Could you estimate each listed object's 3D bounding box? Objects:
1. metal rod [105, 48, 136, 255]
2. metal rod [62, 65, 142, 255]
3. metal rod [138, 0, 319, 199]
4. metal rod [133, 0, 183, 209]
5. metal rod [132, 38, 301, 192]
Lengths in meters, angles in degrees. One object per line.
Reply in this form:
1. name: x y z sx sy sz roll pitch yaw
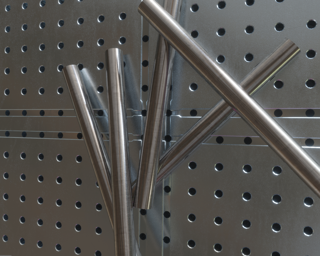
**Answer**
1. metal rod: -0.051 0.037 0.395 0.025 0.025 0.299 -11 73 19
2. metal rod: -0.080 0.048 0.420 0.025 0.025 0.299 -26 74 18
3. metal rod: 0.081 -0.042 0.355 0.025 0.025 0.300 -45 80 14
4. metal rod: 0.000 -0.049 0.396 0.025 0.025 0.298 7 86 19
5. metal rod: 0.050 0.006 0.394 0.299 0.025 0.025 -44 77 14
